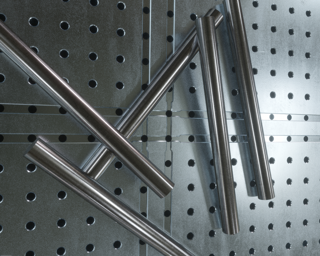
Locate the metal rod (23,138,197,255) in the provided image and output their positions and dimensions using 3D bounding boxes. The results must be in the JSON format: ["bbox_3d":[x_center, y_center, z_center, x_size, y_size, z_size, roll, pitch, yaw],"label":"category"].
[{"bbox_3d":[-0.033,0.114,0.381,0.300,0.025,0.025,43,77,-22],"label":"metal rod"}]

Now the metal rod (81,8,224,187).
[{"bbox_3d":[-0.009,-0.043,0.408,0.025,0.025,0.300,41,77,-16],"label":"metal rod"}]

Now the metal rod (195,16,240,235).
[{"bbox_3d":[0.081,0.003,0.427,0.025,0.025,0.298,-12,100,-20],"label":"metal rod"}]

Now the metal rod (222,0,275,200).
[{"bbox_3d":[0.133,-0.041,0.460,0.025,0.025,0.298,-13,95,-20],"label":"metal rod"}]

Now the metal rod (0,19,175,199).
[{"bbox_3d":[-0.098,-0.027,0.357,0.300,0.025,0.025,44,76,-8],"label":"metal rod"}]
